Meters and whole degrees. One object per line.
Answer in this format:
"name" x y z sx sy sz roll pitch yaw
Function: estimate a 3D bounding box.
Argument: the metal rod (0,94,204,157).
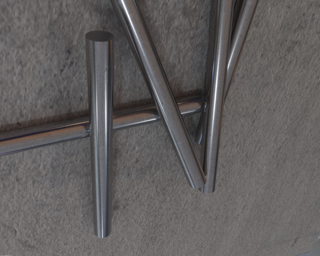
"metal rod" -0.085 -0.002 0.360 0.303 0.025 0.025 -13 124 -22

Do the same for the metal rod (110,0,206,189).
"metal rod" 0.001 -0.043 0.355 0.025 0.025 0.299 -30 121 -10

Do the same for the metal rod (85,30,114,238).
"metal rod" -0.069 0.035 0.364 0.025 0.025 0.298 -11 132 -23

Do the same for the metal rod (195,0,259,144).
"metal rod" 0.095 -0.111 0.392 0.025 0.025 0.298 -1 119 -28

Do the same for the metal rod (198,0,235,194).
"metal rod" 0.071 -0.047 0.395 0.025 0.025 0.298 -10 116 -24
